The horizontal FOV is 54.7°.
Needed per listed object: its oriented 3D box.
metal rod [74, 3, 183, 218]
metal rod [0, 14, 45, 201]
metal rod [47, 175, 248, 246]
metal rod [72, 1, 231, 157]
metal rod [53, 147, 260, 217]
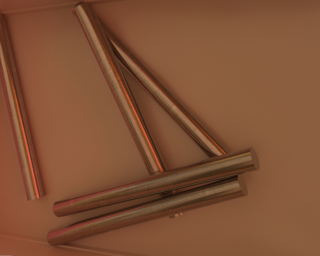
[{"bbox_3d":[-0.040,-0.024,0.407,0.025,0.025,0.299,-26,88,18],"label":"metal rod"},{"bbox_3d":[-0.228,-0.036,0.488,0.025,0.025,0.298,-16,85,19],"label":"metal rod"},{"bbox_3d":[-0.035,0.113,0.400,0.300,0.025,0.025,-23,83,26],"label":"metal rod"},{"bbox_3d":[-0.018,-0.066,0.415,0.025,0.025,0.300,-46,76,14],"label":"metal rod"},{"bbox_3d":[-0.026,0.076,0.390,0.300,0.025,0.025,-20,84,29],"label":"metal rod"}]
